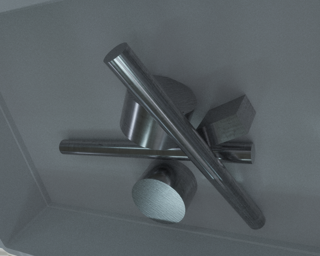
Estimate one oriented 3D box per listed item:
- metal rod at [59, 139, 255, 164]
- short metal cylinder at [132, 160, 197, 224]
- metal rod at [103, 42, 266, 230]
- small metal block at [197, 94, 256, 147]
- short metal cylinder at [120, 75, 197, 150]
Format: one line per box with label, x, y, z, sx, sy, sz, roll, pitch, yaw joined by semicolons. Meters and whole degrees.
metal rod;-0.022;0.031;0.437;0.300;0.025;0.025;0;118;27
short metal cylinder;0.007;0.090;0.443;0.080;0.050;0.079;13;124;20
metal rod;0.047;0.032;0.338;0.025;0.025;0.300;-16;131;34
small metal block;0.075;-0.008;0.347;0.050;0.050;0.025;-24;106;36
short metal cylinder;-0.003;-0.020;0.361;0.080;0.080;0.050;26;127;12
